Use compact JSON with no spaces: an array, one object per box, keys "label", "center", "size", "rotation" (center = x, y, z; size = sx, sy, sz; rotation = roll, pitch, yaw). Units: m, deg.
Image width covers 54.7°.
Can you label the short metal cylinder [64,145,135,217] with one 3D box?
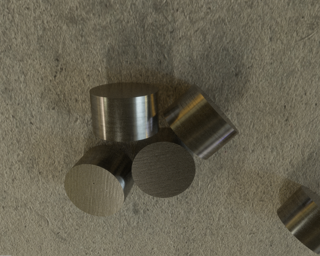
[{"label":"short metal cylinder","center":[-0.078,0.069,0.412],"size":[0.080,0.050,0.079],"rotation":[5,116,12]}]

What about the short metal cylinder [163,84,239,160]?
[{"label":"short metal cylinder","center":[0.050,-0.008,0.378],"size":[0.050,0.080,0.080],"rotation":[-42,105,14]}]

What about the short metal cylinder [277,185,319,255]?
[{"label":"short metal cylinder","center":[0.212,0.126,0.429],"size":[0.080,0.080,0.050],"rotation":[33,107,-12]}]

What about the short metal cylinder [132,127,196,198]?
[{"label":"short metal cylinder","center":[0.004,0.045,0.413],"size":[0.081,0.050,0.079],"rotation":[0,110,-1]}]

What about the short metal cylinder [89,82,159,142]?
[{"label":"short metal cylinder","center":[-0.042,-0.022,0.372],"size":[0.081,0.080,0.050],"rotation":[0,110,0]}]
